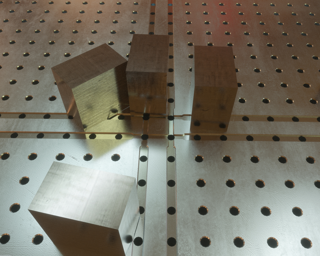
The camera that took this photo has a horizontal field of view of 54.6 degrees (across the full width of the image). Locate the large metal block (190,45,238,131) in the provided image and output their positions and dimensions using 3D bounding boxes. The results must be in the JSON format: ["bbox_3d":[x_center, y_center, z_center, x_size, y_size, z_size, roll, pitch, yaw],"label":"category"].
[{"bbox_3d":[0.068,-0.053,0.417,0.050,0.080,0.080,3,50,2],"label":"large metal block"}]

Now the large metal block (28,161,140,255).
[{"bbox_3d":[-0.067,0.082,0.303,0.080,0.080,0.050,10,51,8],"label":"large metal block"}]

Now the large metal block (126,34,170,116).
[{"bbox_3d":[-0.014,-0.074,0.434,0.050,0.080,0.080,3,50,2],"label":"large metal block"}]

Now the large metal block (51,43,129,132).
[{"bbox_3d":[-0.087,-0.054,0.417,0.080,0.080,0.050,-33,57,-25],"label":"large metal block"}]
